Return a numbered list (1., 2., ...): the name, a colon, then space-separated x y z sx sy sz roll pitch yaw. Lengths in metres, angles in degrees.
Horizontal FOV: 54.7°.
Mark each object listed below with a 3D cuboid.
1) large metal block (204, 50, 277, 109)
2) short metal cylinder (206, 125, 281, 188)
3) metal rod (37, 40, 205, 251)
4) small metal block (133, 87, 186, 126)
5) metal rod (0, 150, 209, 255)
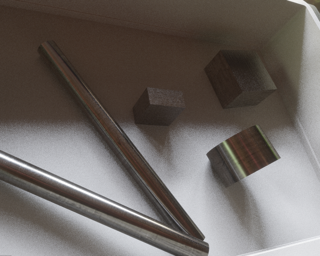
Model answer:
1. large metal block: 0.132 -0.081 0.513 0.081 0.050 0.080 -8 66 -32
2. short metal cylinder: 0.109 0.038 0.408 0.081 0.080 0.050 -18 71 -35
3. metal rod: -0.051 0.014 0.370 0.025 0.025 0.300 -32 80 -38
4. small metal block: -0.002 -0.026 0.406 0.050 0.050 0.025 4 60 -27
5. metal rod: -0.089 0.067 0.305 0.301 0.025 0.025 26 52 -8
